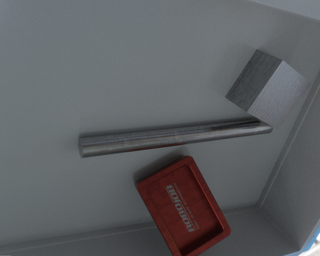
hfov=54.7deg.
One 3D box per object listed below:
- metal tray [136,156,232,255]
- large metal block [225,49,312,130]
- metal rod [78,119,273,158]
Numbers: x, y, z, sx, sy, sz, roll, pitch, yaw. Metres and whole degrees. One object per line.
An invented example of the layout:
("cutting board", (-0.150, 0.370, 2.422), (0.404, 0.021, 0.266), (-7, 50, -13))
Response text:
("metal tray", (0.033, 0.116, 0.449), (0.090, 0.030, 0.130), (-28, 90, -11))
("large metal block", (0.156, -0.054, 0.447), (0.080, 0.050, 0.080), (21, 107, -37))
("metal rod", (0.040, 0.010, 0.438), (0.303, 0.025, 0.025), (-6, 121, -26))
